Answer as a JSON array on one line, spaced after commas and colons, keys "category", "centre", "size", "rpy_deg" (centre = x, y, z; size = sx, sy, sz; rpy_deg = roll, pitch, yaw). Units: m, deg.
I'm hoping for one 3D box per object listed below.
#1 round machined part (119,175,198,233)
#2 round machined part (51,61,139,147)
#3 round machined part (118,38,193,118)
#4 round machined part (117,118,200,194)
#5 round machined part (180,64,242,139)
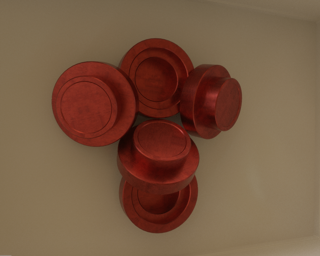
[{"category": "round machined part", "centre": [-0.004, 0.080, 0.398], "size": [0.099, 0.042, 0.097], "rpy_deg": [0, 90, -20]}, {"category": "round machined part", "centre": [-0.076, -0.025, 0.348], "size": [0.098, 0.042, 0.097], "rpy_deg": [1, 102, 7]}, {"category": "round machined part", "centre": [-0.008, -0.060, 0.396], "size": [0.099, 0.042, 0.097], "rpy_deg": [0, 90, -20]}, {"category": "round machined part", "centre": [-0.001, 0.026, 0.369], "size": [0.099, 0.098, 0.042], "rpy_deg": [-7, 137, -20]}, {"category": "round machined part", "centre": [0.072, -0.033, 0.402], "size": [0.099, 0.042, 0.097], "rpy_deg": [-18, 114, -47]}]
